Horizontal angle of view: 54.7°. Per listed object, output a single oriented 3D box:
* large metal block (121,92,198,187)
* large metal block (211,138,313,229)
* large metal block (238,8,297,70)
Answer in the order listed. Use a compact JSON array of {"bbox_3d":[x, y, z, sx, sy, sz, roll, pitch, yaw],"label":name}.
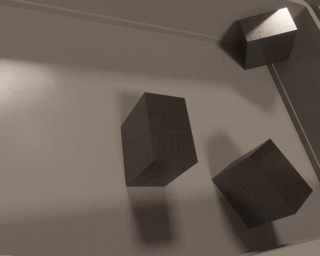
[{"bbox_3d":[-0.006,0.017,0.359,0.050,0.080,0.080,6,59,-26],"label":"large metal block"},{"bbox_3d":[0.128,0.073,0.397,0.050,0.080,0.080,-30,79,-38],"label":"large metal block"},{"bbox_3d":[0.185,-0.155,0.547,0.080,0.080,0.050,-13,63,6],"label":"large metal block"}]
